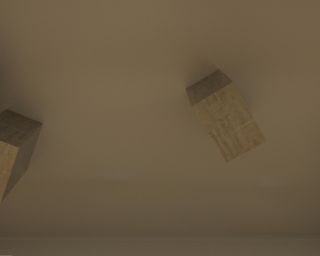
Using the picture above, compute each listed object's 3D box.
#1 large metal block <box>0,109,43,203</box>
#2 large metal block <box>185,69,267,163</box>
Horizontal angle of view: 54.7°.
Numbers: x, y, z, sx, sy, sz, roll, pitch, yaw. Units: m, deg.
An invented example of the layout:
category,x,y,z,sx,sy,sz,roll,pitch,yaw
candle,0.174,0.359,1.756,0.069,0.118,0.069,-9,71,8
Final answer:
category,x,y,z,sx,sy,sz,roll,pitch,yaw
large metal block,-0.197,0.032,0.391,0.050,0.080,0.079,23,108,-9
large metal block,0.076,-0.018,0.376,0.050,0.080,0.080,-31,108,10
